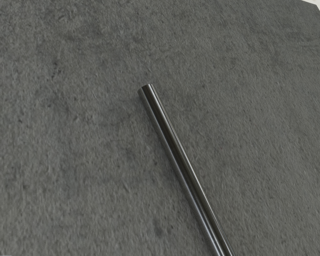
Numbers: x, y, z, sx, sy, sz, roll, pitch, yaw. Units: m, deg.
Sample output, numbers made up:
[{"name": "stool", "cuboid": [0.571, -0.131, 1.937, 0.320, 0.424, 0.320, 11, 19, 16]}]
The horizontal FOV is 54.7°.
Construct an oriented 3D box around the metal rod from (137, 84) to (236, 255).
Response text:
[{"name": "metal rod", "cuboid": [0.041, 0.076, 0.380, 0.025, 0.025, 0.299, -12, 68, -34]}]
